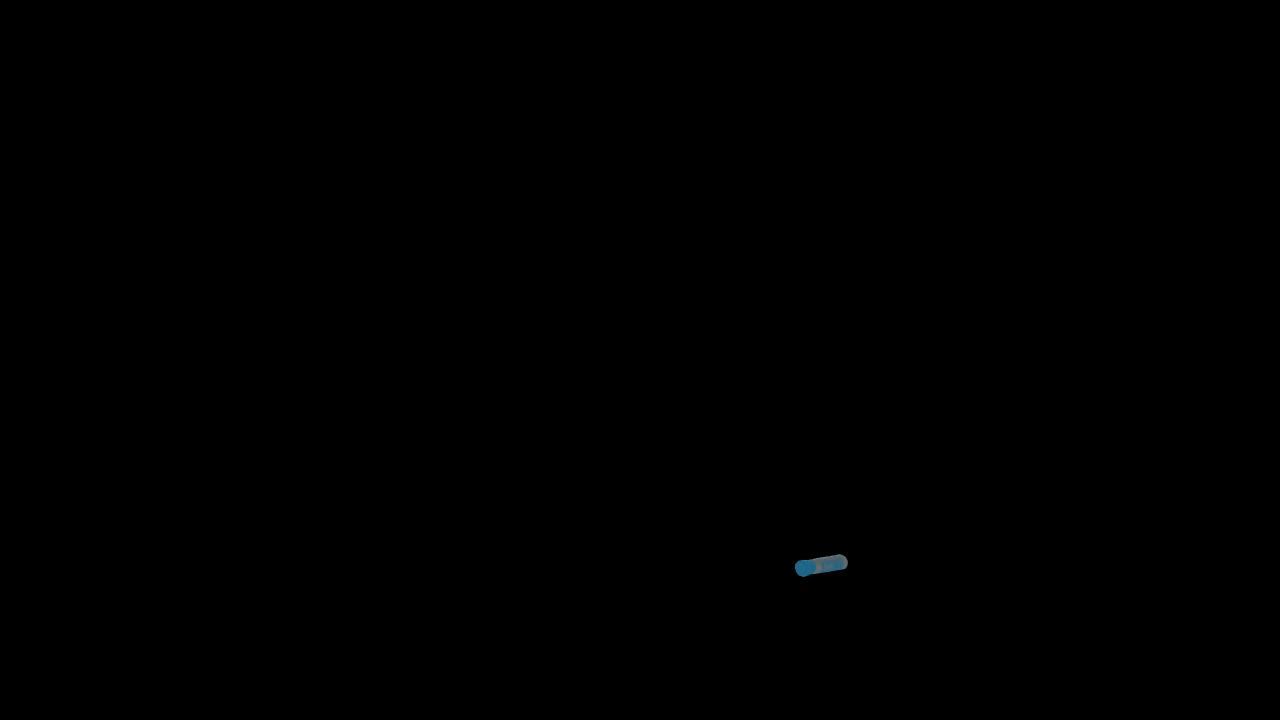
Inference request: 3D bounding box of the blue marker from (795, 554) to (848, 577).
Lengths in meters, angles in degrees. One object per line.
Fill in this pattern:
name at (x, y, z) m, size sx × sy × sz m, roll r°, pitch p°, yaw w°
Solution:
blue marker at (0.226, 0.255, 0.764) m, size 0.020 × 0.020 × 0.121 m, roll 0°, pitch -10°, yaw 41°
